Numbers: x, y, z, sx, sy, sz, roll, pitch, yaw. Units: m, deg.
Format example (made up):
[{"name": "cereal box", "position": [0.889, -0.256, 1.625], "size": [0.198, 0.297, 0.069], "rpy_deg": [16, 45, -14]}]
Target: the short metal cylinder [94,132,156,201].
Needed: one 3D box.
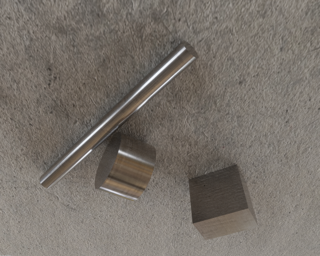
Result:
[{"name": "short metal cylinder", "position": [-0.047, 0.051, 0.414], "size": [0.050, 0.080, 0.080], "rpy_deg": [24, 126, -19]}]

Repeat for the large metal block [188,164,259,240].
[{"name": "large metal block", "position": [0.093, 0.111, 0.467], "size": [0.080, 0.080, 0.050], "rpy_deg": [-21, 127, 17]}]

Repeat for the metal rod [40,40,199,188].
[{"name": "metal rod", "position": [-0.070, -0.002, 0.404], "size": [0.025, 0.025, 0.299], "rpy_deg": [36, 121, -27]}]
